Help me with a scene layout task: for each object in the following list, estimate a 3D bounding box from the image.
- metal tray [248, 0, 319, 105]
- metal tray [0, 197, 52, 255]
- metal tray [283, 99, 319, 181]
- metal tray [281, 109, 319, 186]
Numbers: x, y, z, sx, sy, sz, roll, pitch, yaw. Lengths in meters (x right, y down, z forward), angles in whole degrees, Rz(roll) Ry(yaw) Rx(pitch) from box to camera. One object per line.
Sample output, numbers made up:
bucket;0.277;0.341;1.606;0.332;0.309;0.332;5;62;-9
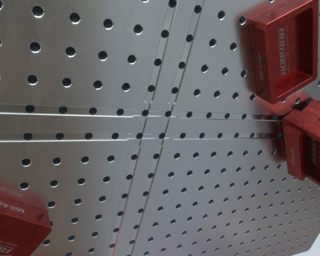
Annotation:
metal tray;0.179;-0.108;0.441;0.090;0.030;0.129;-30;129;-10
metal tray;-0.212;0.125;0.370;0.090;0.030;0.130;-49;129;6
metal tray;0.269;0.024;0.560;0.090;0.030;0.130;-39;132;-16
metal tray;0.262;0.038;0.537;0.030;0.090;0.130;-35;130;-10
